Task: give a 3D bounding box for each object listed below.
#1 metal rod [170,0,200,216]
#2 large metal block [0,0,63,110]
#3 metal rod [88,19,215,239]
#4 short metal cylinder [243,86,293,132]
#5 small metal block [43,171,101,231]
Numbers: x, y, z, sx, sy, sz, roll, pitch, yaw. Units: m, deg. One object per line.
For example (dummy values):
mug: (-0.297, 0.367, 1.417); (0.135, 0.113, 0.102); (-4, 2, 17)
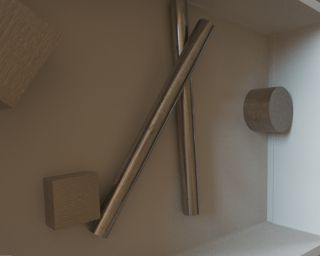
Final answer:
metal rod: (0.036, -0.026, 0.438); (0.025, 0.025, 0.298); (-7, 94, -40)
large metal block: (-0.148, -0.071, 0.267); (0.080, 0.050, 0.080); (39, 66, -34)
metal rod: (-0.004, -0.010, 0.385); (0.025, 0.025, 0.300); (37, 73, -34)
short metal cylinder: (0.195, -0.033, 0.557); (0.081, 0.050, 0.079); (0, 90, -40)
small metal block: (-0.093, 0.075, 0.330); (0.050, 0.025, 0.050); (-5, 93, -40)
